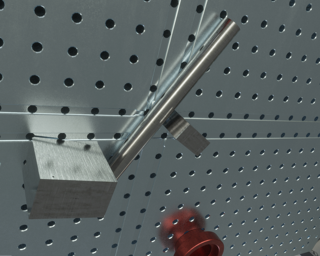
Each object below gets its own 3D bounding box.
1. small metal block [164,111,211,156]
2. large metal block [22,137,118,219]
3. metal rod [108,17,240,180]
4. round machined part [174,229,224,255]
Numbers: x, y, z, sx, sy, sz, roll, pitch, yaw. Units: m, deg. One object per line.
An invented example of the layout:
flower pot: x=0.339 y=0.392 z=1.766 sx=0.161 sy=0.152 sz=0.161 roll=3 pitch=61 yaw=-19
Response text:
small metal block: x=0.033 y=0.005 z=0.416 sx=0.025 sy=0.050 sz=0.050 roll=-47 pitch=129 yaw=5
large metal block: x=-0.105 y=0.056 z=0.353 sx=0.081 sy=0.080 sz=0.050 roll=9 pitch=114 yaw=-32
metal rod: x=-0.005 y=-0.013 z=0.399 sx=0.025 sy=0.025 sz=0.299 roll=33 pitch=100 yaw=-39
round machined part: x=0.067 y=0.229 z=0.578 sx=0.099 sy=0.042 sz=0.097 roll=-14 pitch=124 yaw=-21
